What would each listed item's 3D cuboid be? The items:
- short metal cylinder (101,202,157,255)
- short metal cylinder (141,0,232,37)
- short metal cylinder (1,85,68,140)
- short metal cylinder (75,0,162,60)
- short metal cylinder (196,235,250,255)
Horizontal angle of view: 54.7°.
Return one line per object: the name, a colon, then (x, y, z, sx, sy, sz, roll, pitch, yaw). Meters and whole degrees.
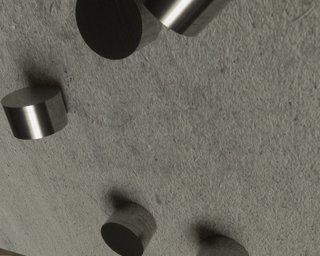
short metal cylinder: (-0.052, 0.173, 0.525, 0.080, 0.050, 0.079, 13, 124, 21)
short metal cylinder: (0.023, -0.130, 0.278, 0.080, 0.080, 0.050, 46, 129, -4)
short metal cylinder: (-0.180, -0.025, 0.451, 0.080, 0.080, 0.050, 8, 122, 24)
short metal cylinder: (-0.044, -0.121, 0.339, 0.080, 0.050, 0.079, 13, 124, 21)
short metal cylinder: (0.093, 0.212, 0.473, 0.080, 0.050, 0.079, 13, 124, 21)
